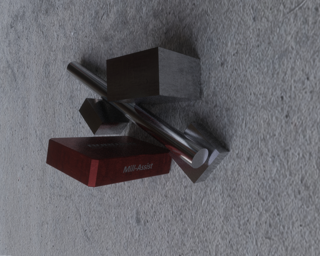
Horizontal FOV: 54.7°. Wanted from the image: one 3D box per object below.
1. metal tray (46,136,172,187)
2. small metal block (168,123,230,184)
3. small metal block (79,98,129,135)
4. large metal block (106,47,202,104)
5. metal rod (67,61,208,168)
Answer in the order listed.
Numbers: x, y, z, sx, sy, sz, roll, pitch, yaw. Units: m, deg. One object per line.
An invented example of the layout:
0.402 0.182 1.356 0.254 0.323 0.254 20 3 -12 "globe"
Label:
-0.058 0.036 0.384 0.090 0.131 0.030 16 100 39 "metal tray"
0.046 0.029 0.368 0.050 0.025 0.050 49 119 28 "small metal block"
-0.082 -0.017 0.455 0.050 0.050 0.025 52 120 27 "small metal block"
-0.006 -0.057 0.372 0.080 0.081 0.050 -2 89 39 "large metal block"
-0.051 -0.034 0.429 0.300 0.025 0.025 35 112 39 "metal rod"
